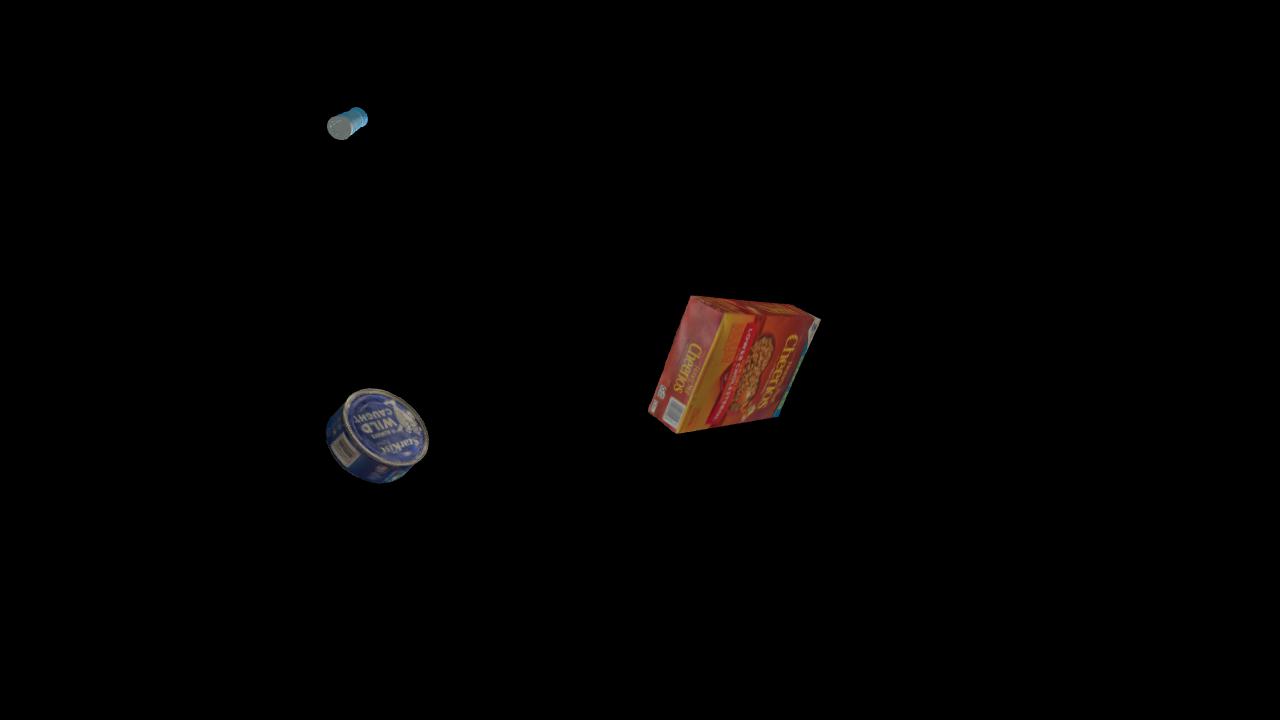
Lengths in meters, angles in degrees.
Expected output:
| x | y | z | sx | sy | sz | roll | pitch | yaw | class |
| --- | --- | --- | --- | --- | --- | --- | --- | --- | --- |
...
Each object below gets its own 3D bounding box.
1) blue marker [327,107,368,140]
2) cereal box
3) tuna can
| x | y | z | sx | sy | sz | roll | pitch | yaw | class |
| --- | --- | --- | --- | --- | --- | --- | --- | --- | --- |
| -0.268 | -0.220 | 0.567 | 0.020 | 0.020 | 0.121 | 0 | 25 | -17 | blue marker |
| 0.166 | 0.005 | 1.017 | 0.306 | 0.203 | 0.081 | -1 | 27 | -47 | cereal box |
| -0.236 | 0.069 | 0.556 | 0.034 | 0.084 | 0.084 | -41 | -16 | 19 | tuna can |
